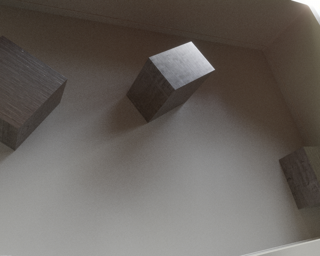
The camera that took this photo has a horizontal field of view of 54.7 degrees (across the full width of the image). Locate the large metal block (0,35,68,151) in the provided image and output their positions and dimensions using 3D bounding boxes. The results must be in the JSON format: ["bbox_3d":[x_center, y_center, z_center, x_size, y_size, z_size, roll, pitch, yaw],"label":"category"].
[{"bbox_3d":[-0.159,-0.037,0.326,0.080,0.050,0.080,34,51,-6],"label":"large metal block"}]

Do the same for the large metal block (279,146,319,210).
[{"bbox_3d":[0.243,0.075,0.474,0.081,0.050,0.080,1,61,-28],"label":"large metal block"}]

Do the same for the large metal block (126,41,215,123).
[{"bbox_3d":[0.013,-0.061,0.414,0.081,0.080,0.050,-31,79,-38],"label":"large metal block"}]
